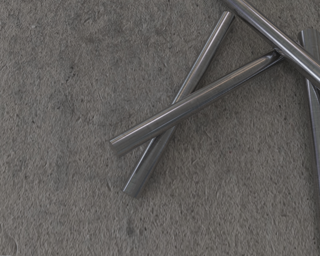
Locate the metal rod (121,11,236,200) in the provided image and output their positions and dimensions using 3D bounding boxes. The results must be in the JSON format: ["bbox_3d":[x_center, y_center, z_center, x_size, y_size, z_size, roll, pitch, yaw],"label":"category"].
[{"bbox_3d":[0.033,-0.043,0.423,0.025,0.025,0.300,26,72,9],"label":"metal rod"}]

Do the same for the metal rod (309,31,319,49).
[{"bbox_3d":[0.229,0.004,0.407,0.025,0.025,0.299,-2,70,-1],"label":"metal rod"}]

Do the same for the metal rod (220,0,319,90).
[{"bbox_3d":[0.158,-0.126,0.426,0.025,0.025,0.299,-30,62,-10],"label":"metal rod"}]

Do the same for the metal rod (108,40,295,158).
[{"bbox_3d":[0.070,-0.047,0.406,0.302,0.025,0.025,-30,73,-18],"label":"metal rod"}]

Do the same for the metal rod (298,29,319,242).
[{"bbox_3d":[0.203,0.011,0.394,0.025,0.025,0.299,1,74,0],"label":"metal rod"}]
